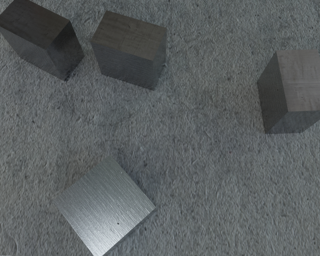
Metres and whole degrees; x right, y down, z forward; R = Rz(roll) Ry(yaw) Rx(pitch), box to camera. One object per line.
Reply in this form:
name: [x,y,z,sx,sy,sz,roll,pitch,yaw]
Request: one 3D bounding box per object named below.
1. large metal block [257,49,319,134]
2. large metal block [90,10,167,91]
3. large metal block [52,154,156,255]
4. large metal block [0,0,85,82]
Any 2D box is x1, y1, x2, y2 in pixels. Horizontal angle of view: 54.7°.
large metal block: [0.166,-0.043,0.396,0.050,0.080,0.080,-2,70,-1]
large metal block: [-0.038,-0.100,0.415,0.080,0.080,0.050,18,71,6]
large metal block: [-0.061,0.091,0.361,0.080,0.050,0.080,-40,75,-13]
large metal block: [-0.159,-0.119,0.421,0.080,0.080,0.050,28,73,10]
